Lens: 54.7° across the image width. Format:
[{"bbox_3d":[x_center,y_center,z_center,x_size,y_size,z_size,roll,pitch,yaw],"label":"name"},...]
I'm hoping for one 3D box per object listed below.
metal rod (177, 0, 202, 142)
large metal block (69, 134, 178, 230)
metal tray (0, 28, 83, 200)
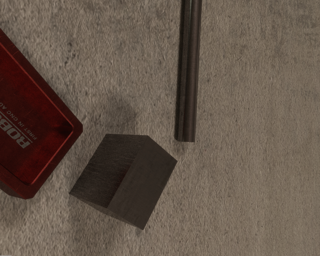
[{"bbox_3d":[0.045,-0.129,0.444,0.025,0.025,0.298,5,87,-40],"label":"metal rod"},{"bbox_3d":[-0.040,0.054,0.337,0.050,0.080,0.080,43,64,-32],"label":"large metal block"},{"bbox_3d":[-0.135,-0.011,0.266,0.130,0.030,0.090,57,48,-36],"label":"metal tray"}]
